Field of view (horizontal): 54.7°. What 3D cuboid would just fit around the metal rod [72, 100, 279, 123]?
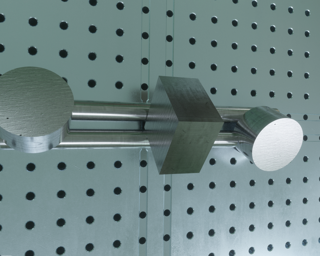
[{"bbox_3d":[0.035,-0.020,0.425,0.302,0.025,0.025,1,90,-20],"label":"metal rod"}]

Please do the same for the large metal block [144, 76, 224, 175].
[{"bbox_3d":[0.023,-0.003,0.360,0.050,0.080,0.079,1,132,-20],"label":"large metal block"}]

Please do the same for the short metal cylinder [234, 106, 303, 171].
[{"bbox_3d":[0.152,0.014,0.441,0.081,0.050,0.079,-8,115,-16],"label":"short metal cylinder"}]

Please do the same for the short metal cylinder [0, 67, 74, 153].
[{"bbox_3d":[-0.136,-0.019,0.334,0.081,0.050,0.080,8,65,-17],"label":"short metal cylinder"}]

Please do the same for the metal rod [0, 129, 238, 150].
[{"bbox_3d":[-0.035,0.014,0.399,0.302,0.025,0.025,1,90,-20],"label":"metal rod"}]
